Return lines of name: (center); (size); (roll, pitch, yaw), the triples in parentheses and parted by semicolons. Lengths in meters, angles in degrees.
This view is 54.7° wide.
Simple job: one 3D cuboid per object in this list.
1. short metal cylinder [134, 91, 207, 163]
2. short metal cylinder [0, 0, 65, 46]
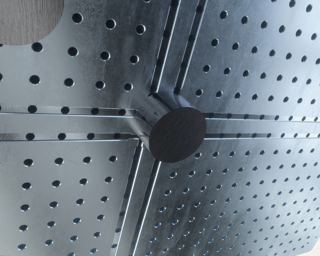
short metal cylinder: (0.013, -0.002, 0.401); (0.081, 0.050, 0.079); (-14, 124, -21)
short metal cylinder: (-0.125, -0.114, 0.256); (0.081, 0.050, 0.079); (-14, 124, -21)
